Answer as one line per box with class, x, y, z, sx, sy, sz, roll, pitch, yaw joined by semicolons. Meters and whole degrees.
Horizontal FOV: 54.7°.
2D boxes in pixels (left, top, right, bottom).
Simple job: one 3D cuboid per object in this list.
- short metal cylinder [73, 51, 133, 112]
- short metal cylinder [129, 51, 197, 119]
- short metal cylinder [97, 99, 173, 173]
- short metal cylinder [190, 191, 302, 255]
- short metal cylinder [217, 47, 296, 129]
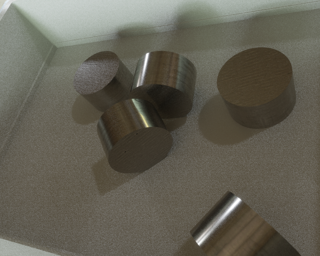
short metal cylinder;-0.085;-0.071;0.478;0.080;0.050;0.080;-13;56;21
short metal cylinder;0.005;-0.054;0.401;0.080;0.080;0.050;-4;60;26
short metal cylinder;-0.031;0.011;0.380;0.080;0.080;0.050;-34;51;6
short metal cylinder;0.073;0.101;0.270;0.050;0.080;0.080;-46;51;-4
short metal cylinder;0.112;-0.046;0.359;0.080;0.050;0.080;-13;56;21
